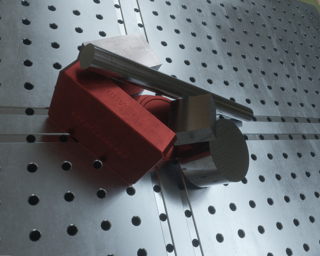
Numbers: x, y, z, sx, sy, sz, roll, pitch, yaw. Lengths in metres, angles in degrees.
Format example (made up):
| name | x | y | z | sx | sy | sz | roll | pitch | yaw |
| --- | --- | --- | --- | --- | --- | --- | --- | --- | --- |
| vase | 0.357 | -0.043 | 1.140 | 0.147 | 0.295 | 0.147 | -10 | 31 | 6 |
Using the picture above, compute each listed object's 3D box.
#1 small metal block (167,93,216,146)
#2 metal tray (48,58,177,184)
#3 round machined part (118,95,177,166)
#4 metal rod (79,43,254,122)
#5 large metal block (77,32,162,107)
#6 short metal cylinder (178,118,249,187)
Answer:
| name | x | y | z | sx | sy | sz | roll | pitch | yaw |
| --- | --- | --- | --- | --- | --- | --- | --- | --- | --- |
| small metal block | 0.038 | -0.010 | 0.364 | 0.025 | 0.050 | 0.050 | 57 | 32 | -47 |
| metal tray | -0.056 | -0.003 | 0.338 | 0.130 | 0.090 | 0.030 | 40 | 51 | -2 |
| round machined part | -0.005 | -0.003 | 0.401 | 0.099 | 0.042 | 0.098 | 14 | 56 | -21 |
| metal rod | 0.036 | -0.044 | 0.395 | 0.302 | 0.025 | 0.025 | 12 | 54 | -45 |
| large metal block | -0.057 | -0.066 | 0.381 | 0.081 | 0.080 | 0.050 | -23 | 75 | -37 |
| short metal cylinder | 0.069 | 0.033 | 0.396 | 0.081 | 0.050 | 0.080 | 17 | 64 | -39 |
